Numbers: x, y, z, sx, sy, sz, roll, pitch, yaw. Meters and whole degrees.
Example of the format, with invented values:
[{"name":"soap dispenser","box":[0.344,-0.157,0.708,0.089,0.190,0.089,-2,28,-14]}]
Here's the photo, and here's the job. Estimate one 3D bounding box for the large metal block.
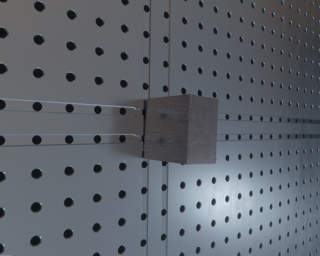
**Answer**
[{"name":"large metal block","box":[0.025,0.002,0.395,0.050,0.080,0.080,4,87,-40]}]
